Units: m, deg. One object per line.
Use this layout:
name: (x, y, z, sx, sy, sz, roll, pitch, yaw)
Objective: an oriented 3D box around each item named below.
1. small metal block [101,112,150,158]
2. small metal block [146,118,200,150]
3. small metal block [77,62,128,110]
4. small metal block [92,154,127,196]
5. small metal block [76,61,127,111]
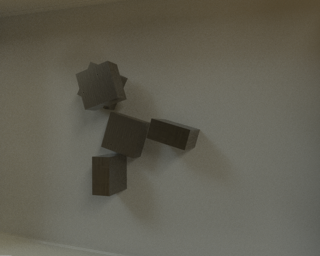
small metal block: (-0.047, 0.009, 0.427, 0.050, 0.025, 0.050, 18, 96, 19)
small metal block: (0.018, 0.007, 0.391, 0.050, 0.050, 0.025, 17, 96, 19)
small metal block: (-0.082, -0.059, 0.439, 0.050, 0.025, 0.050, 27, 99, 18)
small metal block: (-0.068, 0.062, 0.421, 0.025, 0.050, 0.050, 0, 90, 20)
small metal block: (-0.078, -0.055, 0.412, 0.050, 0.025, 0.050, -18, 84, 19)
